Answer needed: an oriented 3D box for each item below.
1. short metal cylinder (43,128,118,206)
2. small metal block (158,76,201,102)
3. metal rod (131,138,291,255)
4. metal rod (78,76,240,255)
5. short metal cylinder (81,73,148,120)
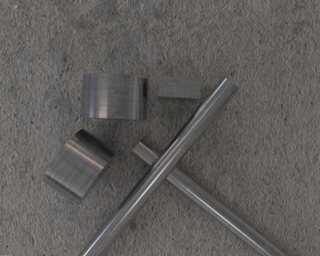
[{"bbox_3d":[-0.096,0.047,0.382,0.050,0.080,0.080,35,90,0],"label":"short metal cylinder"},{"bbox_3d":[0.024,-0.049,0.398,0.050,0.050,0.025,3,90,0],"label":"small metal block"},{"bbox_3d":[0.087,0.117,0.410,0.300,0.025,0.025,39,90,0],"label":"metal rod"},{"bbox_3d":[-0.008,0.063,0.386,0.025,0.025,0.299,38,99,0],"label":"metal rod"},{"bbox_3d":[-0.055,-0.036,0.382,0.081,0.080,0.050,2,90,0],"label":"short metal cylinder"}]
